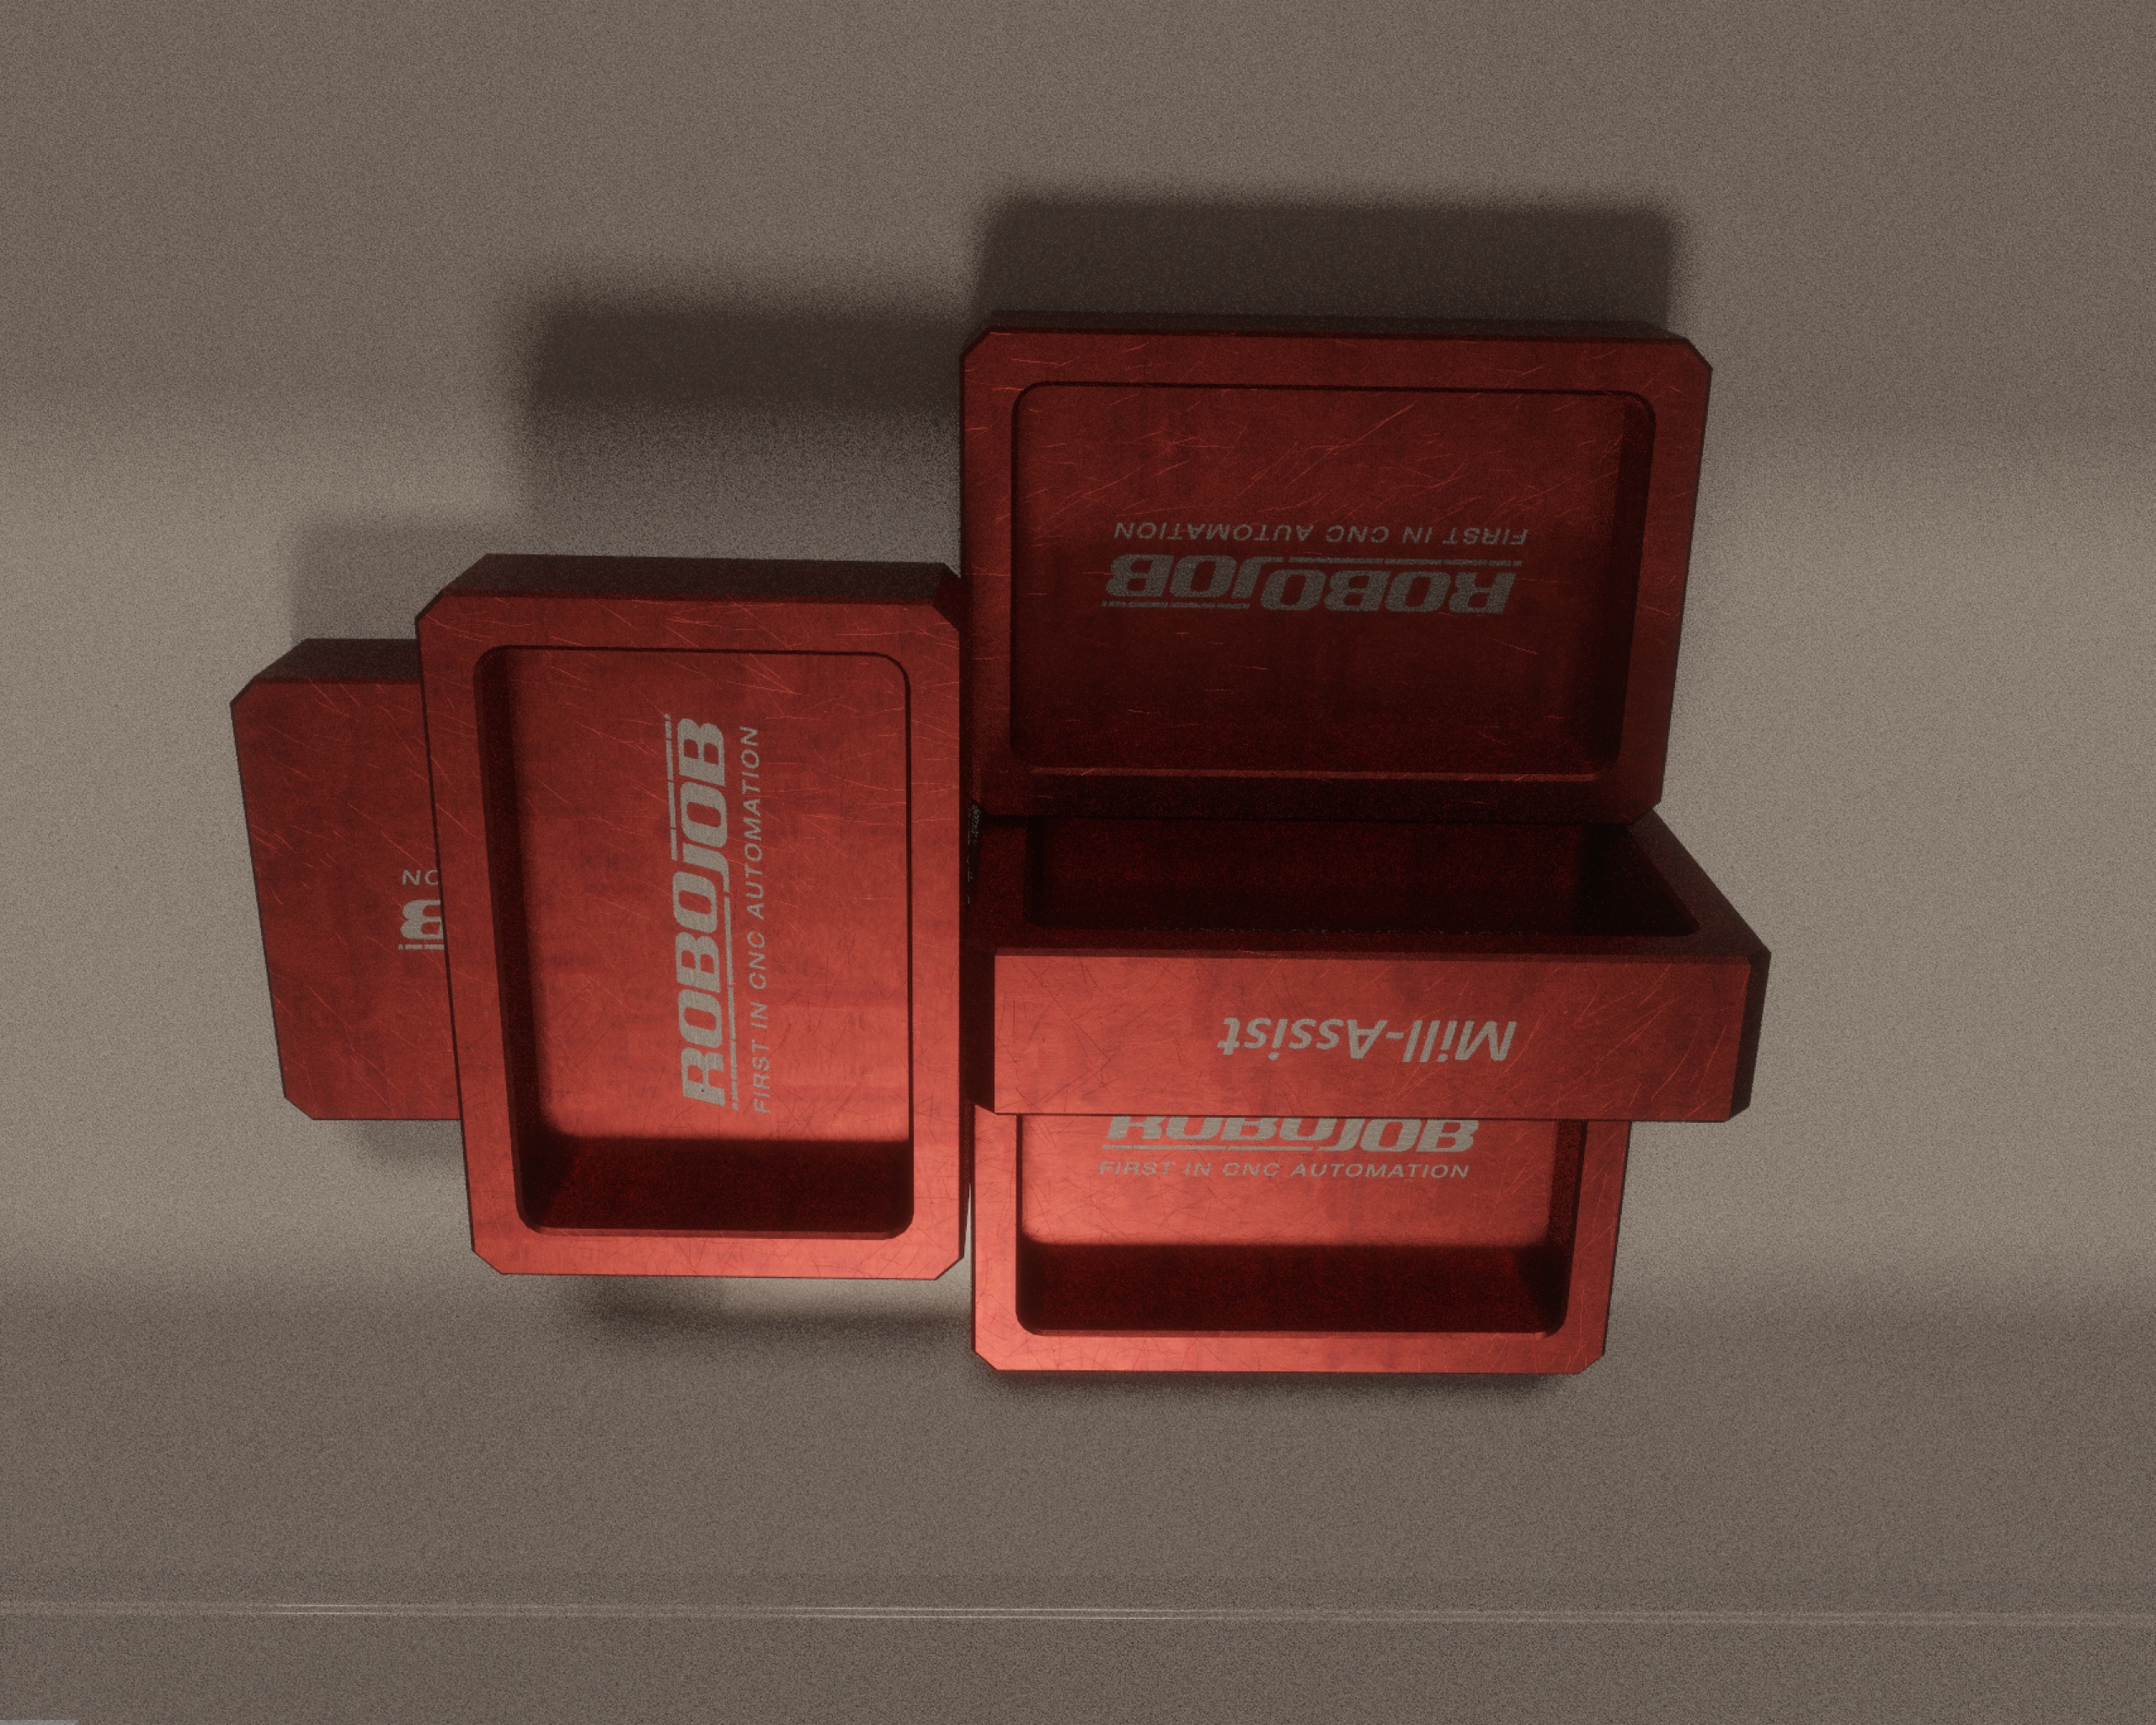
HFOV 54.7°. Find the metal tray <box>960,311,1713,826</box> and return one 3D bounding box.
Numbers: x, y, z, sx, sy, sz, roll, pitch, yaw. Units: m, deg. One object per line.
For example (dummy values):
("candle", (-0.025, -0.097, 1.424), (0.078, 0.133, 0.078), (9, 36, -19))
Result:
("metal tray", (0.044, -0.054, 0.388), (0.131, 0.030, 0.089), (1, 110, -1))

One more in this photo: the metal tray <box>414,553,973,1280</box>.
("metal tray", (-0.065, 0.012, 0.377), (0.091, 0.030, 0.129), (1, 110, -1))

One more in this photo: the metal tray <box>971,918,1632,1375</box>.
("metal tray", (0.044, 0.059, 0.429), (0.131, 0.030, 0.089), (1, 110, -1))

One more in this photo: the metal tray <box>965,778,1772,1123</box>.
("metal tray", (0.047, 0.013, 0.379), (0.131, 0.090, 0.030), (1, 110, -1))

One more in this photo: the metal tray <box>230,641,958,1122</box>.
("metal tray", (-0.089, 0.004, 0.405), (0.131, 0.030, 0.089), (0, 110, -1))
